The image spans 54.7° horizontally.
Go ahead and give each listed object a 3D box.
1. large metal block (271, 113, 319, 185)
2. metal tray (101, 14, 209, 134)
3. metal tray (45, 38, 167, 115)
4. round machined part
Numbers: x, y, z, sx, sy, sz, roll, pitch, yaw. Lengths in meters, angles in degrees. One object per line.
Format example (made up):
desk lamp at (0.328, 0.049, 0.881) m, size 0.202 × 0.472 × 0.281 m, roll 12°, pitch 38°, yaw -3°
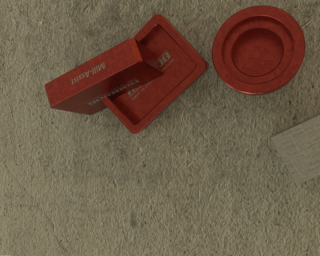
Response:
large metal block at (0.165, 0.013, 0.322) m, size 0.080 × 0.080 × 0.050 m, roll -29°, pitch 81°, yaw 17°
metal tray at (-0.014, -0.066, 0.398) m, size 0.130 × 0.030 × 0.090 m, roll -43°, pitch 88°, yaw 17°
metal tray at (-0.066, -0.059, 0.395) m, size 0.130 × 0.090 × 0.030 m, roll -23°, pitch 78°, yaw 18°
round machined part at (0.113, -0.086, 0.360) m, size 0.098 × 0.042 × 0.097 m, roll 0°, pitch 90°, yaw 19°
